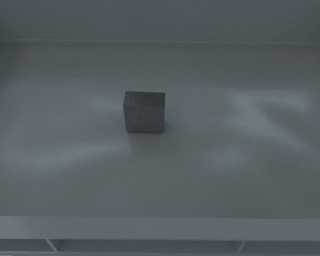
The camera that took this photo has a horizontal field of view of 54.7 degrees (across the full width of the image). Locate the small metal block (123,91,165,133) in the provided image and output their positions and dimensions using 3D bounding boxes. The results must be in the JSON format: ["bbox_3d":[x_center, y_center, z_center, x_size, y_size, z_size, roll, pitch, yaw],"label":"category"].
[{"bbox_3d":[-0.019,-0.020,0.401,0.050,0.050,0.025,2,50,2],"label":"small metal block"}]
